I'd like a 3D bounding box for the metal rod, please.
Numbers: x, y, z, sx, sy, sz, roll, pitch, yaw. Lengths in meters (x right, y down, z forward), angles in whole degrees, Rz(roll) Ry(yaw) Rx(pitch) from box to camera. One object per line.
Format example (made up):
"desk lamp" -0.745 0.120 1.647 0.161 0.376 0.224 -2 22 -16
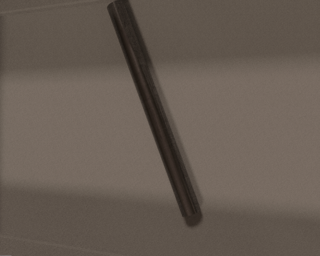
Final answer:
"metal rod" -0.011 -0.031 0.413 0.025 0.025 0.299 -22 83 18
